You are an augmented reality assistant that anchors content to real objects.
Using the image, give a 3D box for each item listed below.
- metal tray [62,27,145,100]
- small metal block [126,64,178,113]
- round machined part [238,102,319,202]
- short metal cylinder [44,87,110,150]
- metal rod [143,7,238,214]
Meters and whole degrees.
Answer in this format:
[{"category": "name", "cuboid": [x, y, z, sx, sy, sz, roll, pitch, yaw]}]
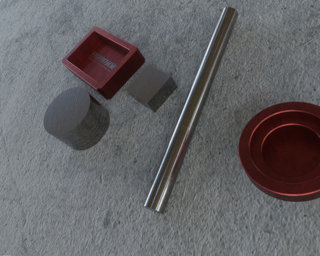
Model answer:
[{"category": "metal tray", "cuboid": [-0.098, -0.112, 0.518, 0.090, 0.030, 0.130, -49, 52, -7]}, {"category": "small metal block", "cuboid": [-0.012, -0.057, 0.444, 0.050, 0.025, 0.050, 35, 81, 38]}, {"category": "round machined part", "cuboid": [0.132, 0.026, 0.308, 0.098, 0.042, 0.098, -13, 56, 20]}, {"category": "short metal cylinder", "cuboid": [-0.122, -0.013, 0.458, 0.080, 0.050, 0.080, -13, 56, 20]}, {"category": "metal rod", "cuboid": [0.047, -0.037, 0.400, 0.025, 0.025, 0.300, 10, 66, 32]}]
